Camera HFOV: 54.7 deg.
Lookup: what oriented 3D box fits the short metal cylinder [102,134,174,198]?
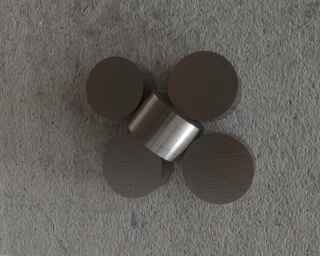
[{"bbox_3d":[-0.027,0.047,0.404,0.080,0.050,0.079,0,90,19],"label":"short metal cylinder"}]

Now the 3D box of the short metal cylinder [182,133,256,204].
[{"bbox_3d":[0.072,0.046,0.370,0.080,0.050,0.079,0,90,19],"label":"short metal cylinder"}]

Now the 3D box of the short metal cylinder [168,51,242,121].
[{"bbox_3d":[0.056,-0.048,0.375,0.080,0.050,0.079,0,90,19],"label":"short metal cylinder"}]

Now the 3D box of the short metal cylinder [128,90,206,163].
[{"bbox_3d":[0.008,-0.003,0.378,0.080,0.080,0.050,41,103,15],"label":"short metal cylinder"}]

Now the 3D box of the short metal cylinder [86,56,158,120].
[{"bbox_3d":[-0.050,-0.050,0.412,0.080,0.050,0.079,0,90,19],"label":"short metal cylinder"}]
